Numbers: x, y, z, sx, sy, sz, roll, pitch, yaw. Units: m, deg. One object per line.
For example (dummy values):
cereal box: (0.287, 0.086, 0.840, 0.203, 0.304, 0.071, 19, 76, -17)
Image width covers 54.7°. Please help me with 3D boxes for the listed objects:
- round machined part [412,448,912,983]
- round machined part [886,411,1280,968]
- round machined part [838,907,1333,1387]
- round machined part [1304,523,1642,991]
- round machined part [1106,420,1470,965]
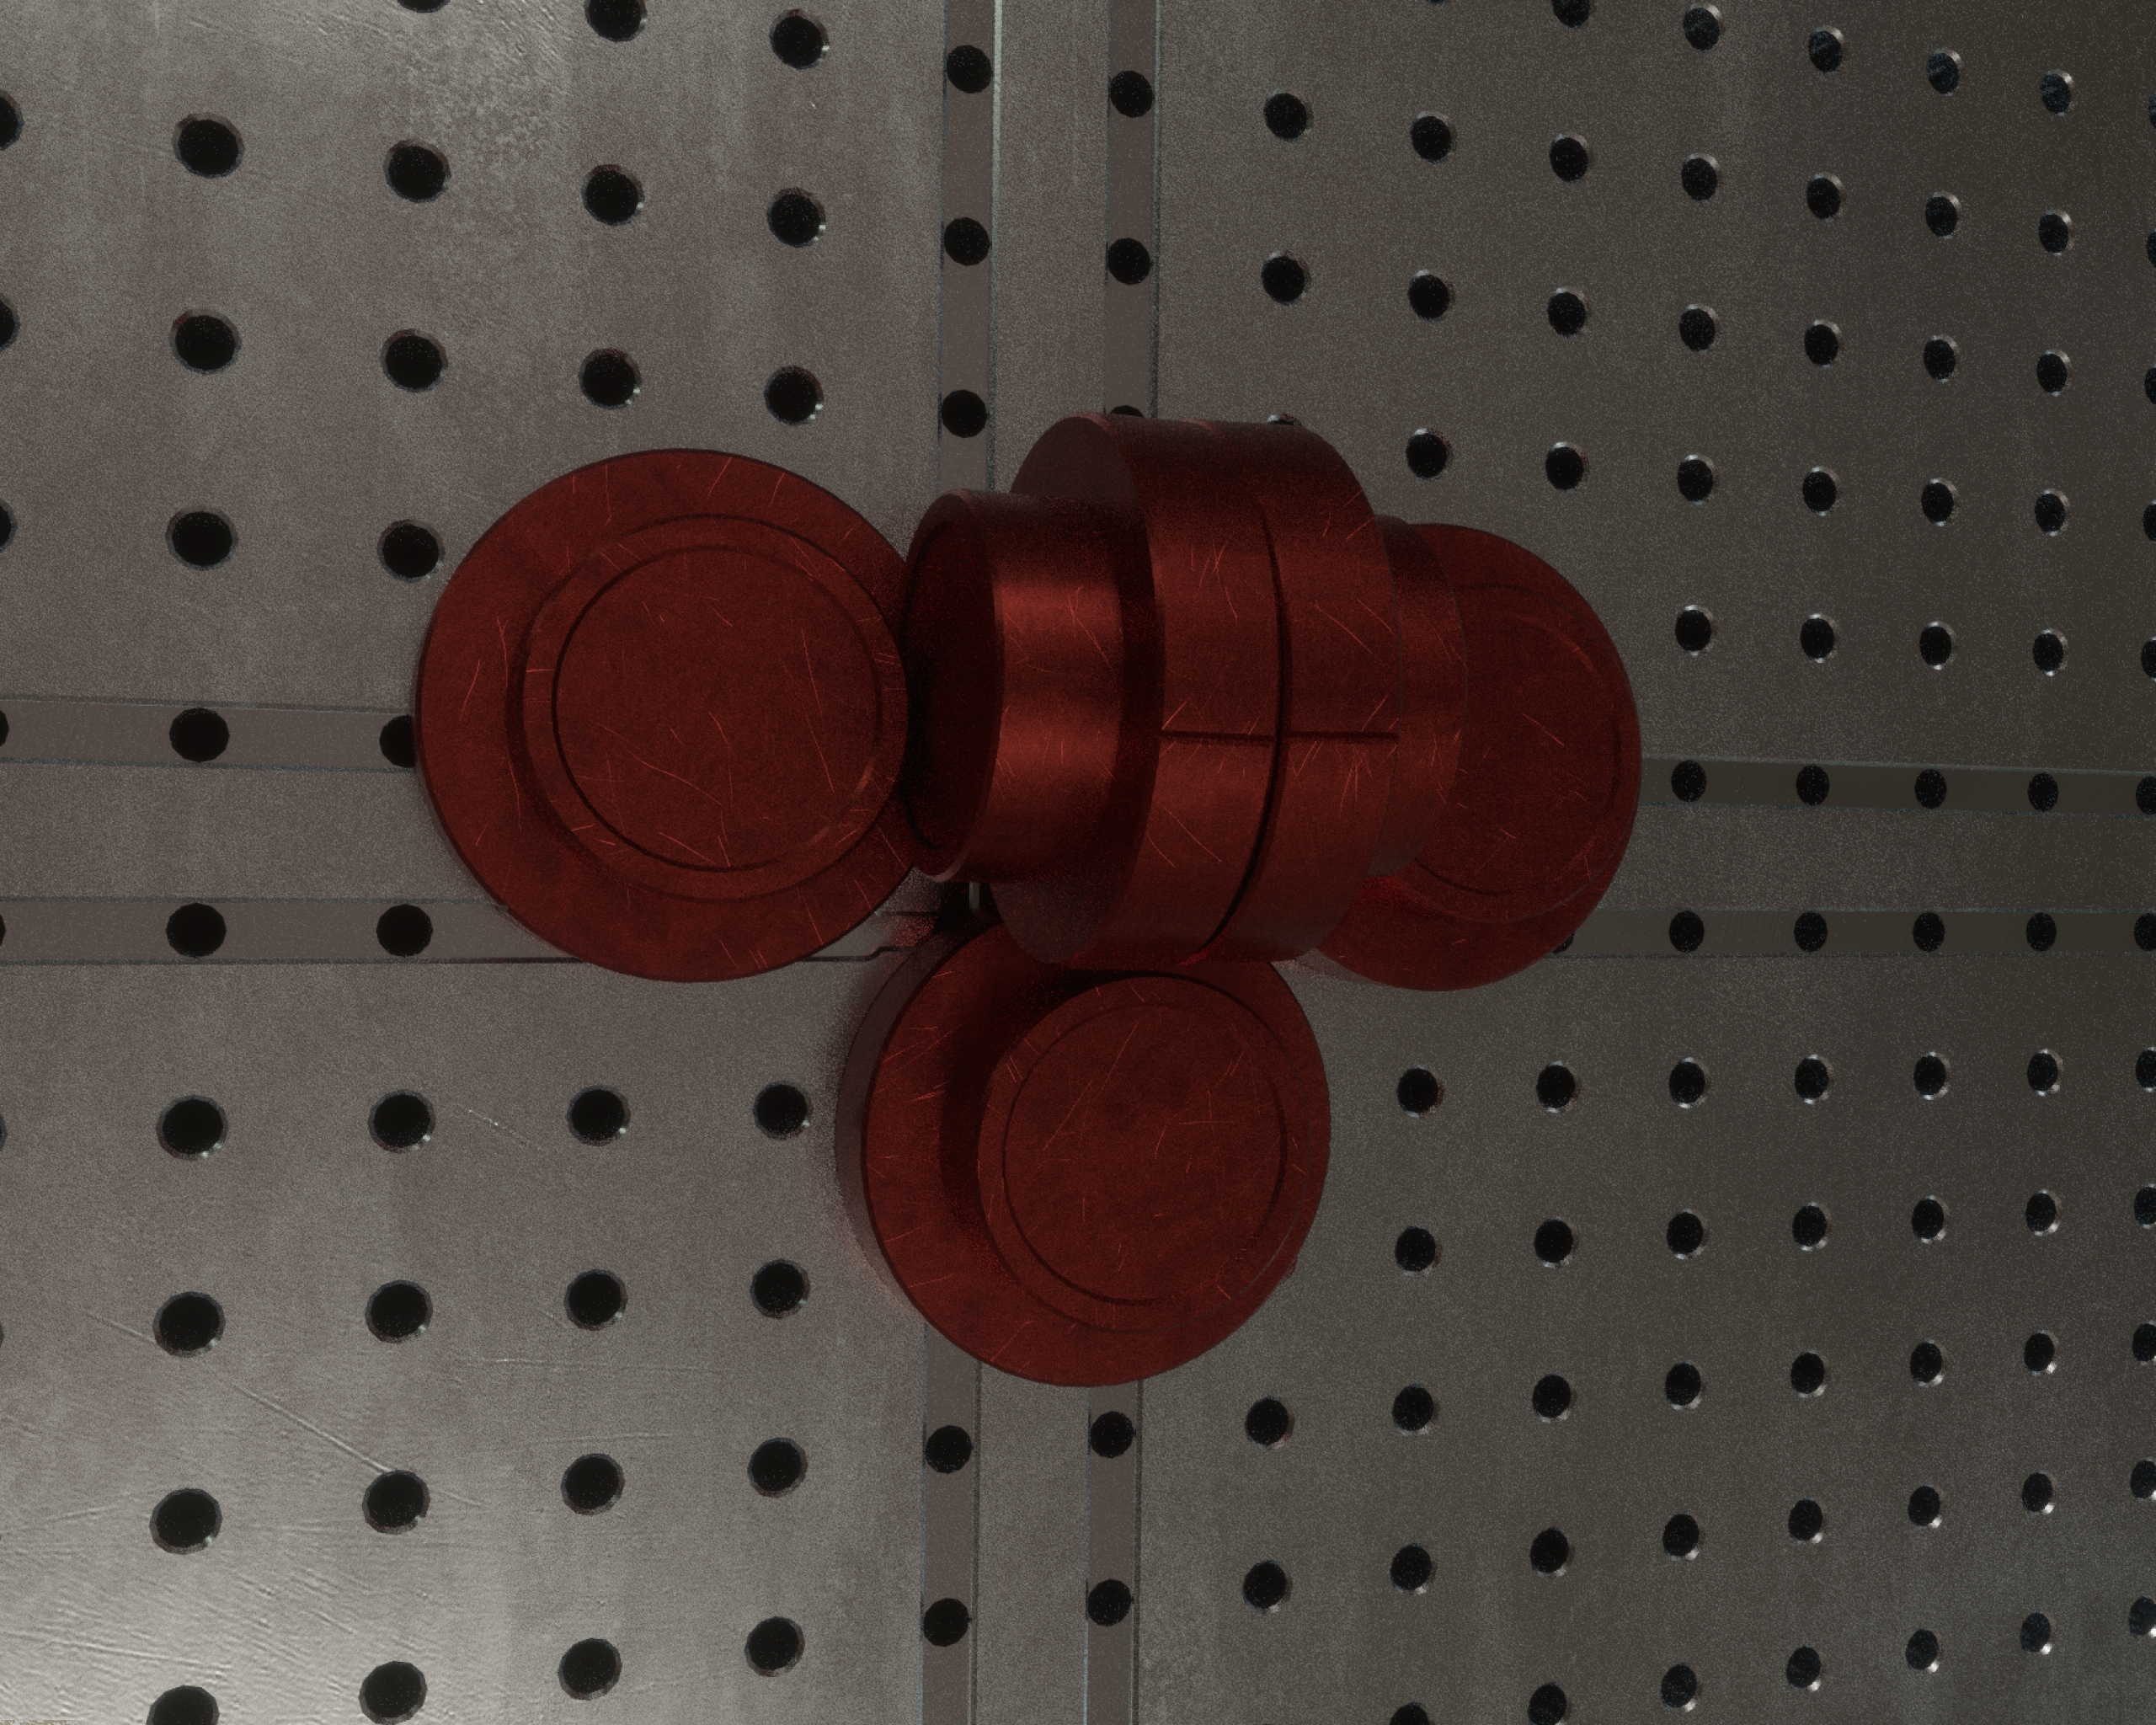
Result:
round machined part: (-0.069, -0.027, 0.379, 0.099, 0.042, 0.097, 0, 90, -21)
round machined part: (-0.005, -0.030, 0.366, 0.042, 0.098, 0.097, 1, 90, -20)
round machined part: (0.006, 0.054, 0.407, 0.099, 0.042, 0.097, 0, 90, -21)
round machined part: (0.076, -0.022, 0.432, 0.099, 0.042, 0.097, 0, 90, -21)
round machined part: (0.036, -0.031, 0.382, 0.042, 0.098, 0.097, -1, 91, -20)
